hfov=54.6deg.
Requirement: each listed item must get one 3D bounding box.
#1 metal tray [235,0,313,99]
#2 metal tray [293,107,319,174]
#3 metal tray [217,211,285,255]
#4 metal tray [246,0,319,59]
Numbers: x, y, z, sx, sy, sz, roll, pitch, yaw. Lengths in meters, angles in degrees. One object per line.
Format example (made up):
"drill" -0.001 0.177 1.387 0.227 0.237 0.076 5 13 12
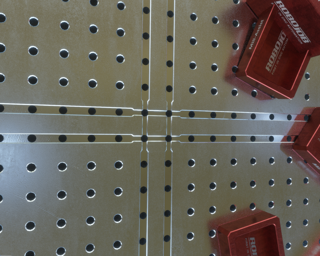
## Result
"metal tray" 0.180 -0.119 0.465 0.090 0.030 0.130 24 89 -16
"metal tray" 0.292 0.036 0.517 0.130 0.030 0.090 40 77 -16
"metal tray" 0.141 0.201 0.461 0.091 0.030 0.129 -11 94 -20
"metal tray" 0.198 -0.162 0.449 0.130 0.090 0.030 46 74 -14
